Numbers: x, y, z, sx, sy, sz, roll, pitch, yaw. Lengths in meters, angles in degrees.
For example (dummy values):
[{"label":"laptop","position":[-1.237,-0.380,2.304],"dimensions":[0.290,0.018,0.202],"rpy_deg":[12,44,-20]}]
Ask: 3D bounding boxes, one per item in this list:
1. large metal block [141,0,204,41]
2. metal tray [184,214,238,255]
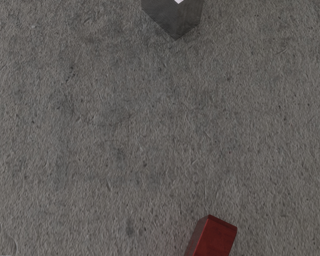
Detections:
[{"label":"large metal block","position":[0.016,-0.189,0.448],"dimensions":[0.050,0.080,0.080],"rpy_deg":[-39,75,-13]},{"label":"metal tray","position":[0.033,0.158,0.316],"dimensions":[0.030,0.090,0.130],"rpy_deg":[24,72,8]}]
